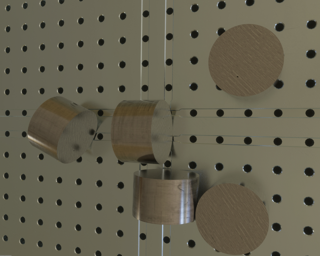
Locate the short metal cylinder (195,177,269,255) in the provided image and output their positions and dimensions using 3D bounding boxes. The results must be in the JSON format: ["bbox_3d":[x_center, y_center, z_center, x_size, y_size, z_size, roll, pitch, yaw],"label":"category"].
[{"bbox_3d":[0.087,0.101,0.368,0.080,0.050,0.079,0,90,19],"label":"short metal cylinder"}]

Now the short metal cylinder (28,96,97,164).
[{"bbox_3d":[-0.132,0.002,0.429,0.050,0.080,0.080,26,98,18],"label":"short metal cylinder"}]

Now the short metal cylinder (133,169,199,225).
[{"bbox_3d":[0.007,0.081,0.380,0.080,0.080,0.050,2,91,19],"label":"short metal cylinder"}]

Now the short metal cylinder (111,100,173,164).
[{"bbox_3d":[-0.020,0.005,0.390,0.050,0.080,0.079,1,90,20],"label":"short metal cylinder"}]

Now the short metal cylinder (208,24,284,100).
[{"bbox_3d":[0.102,-0.074,0.363,0.080,0.050,0.079,0,90,19],"label":"short metal cylinder"}]
